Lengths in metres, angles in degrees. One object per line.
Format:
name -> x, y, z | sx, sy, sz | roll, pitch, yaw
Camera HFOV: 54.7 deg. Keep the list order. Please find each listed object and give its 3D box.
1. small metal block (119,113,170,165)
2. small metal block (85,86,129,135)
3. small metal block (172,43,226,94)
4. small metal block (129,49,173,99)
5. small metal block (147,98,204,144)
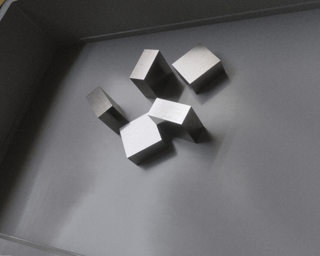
small metal block -> -0.021, 0.013, 0.409 | 0.050, 0.025, 0.050 | -28, 52, 10
small metal block -> -0.074, -0.025, 0.444 | 0.025, 0.050, 0.050 | -39, 51, 2
small metal block -> 0.053, -0.083, 0.429 | 0.050, 0.025, 0.050 | -37, 51, 3
small metal block -> -0.011, -0.076, 0.442 | 0.025, 0.050, 0.050 | 13, 68, 33
small metal block -> 0.020, -0.009, 0.384 | 0.050, 0.050, 0.025 | 17, 71, 34
